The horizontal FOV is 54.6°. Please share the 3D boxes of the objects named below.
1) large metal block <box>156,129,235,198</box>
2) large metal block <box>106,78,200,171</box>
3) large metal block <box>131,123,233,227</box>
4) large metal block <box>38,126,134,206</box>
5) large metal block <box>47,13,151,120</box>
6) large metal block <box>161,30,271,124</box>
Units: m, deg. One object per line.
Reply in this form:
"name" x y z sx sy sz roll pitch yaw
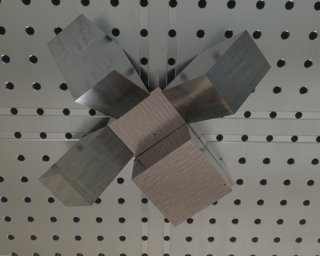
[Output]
"large metal block" 0.041 0.057 0.420 0.080 0.050 0.080 -35 105 11
"large metal block" -0.008 -0.004 0.398 0.080 0.050 0.080 -36 106 12
"large metal block" 0.025 0.055 0.366 0.080 0.050 0.080 -36 107 11
"large metal block" -0.093 0.049 0.385 0.050 0.080 0.080 51 144 -15
"large metal block" -0.065 -0.064 0.344 0.050 0.080 0.080 -36 67 12
"large metal block" 0.062 -0.054 0.348 0.050 0.080 0.080 50 63 -16
